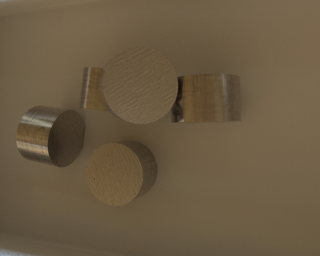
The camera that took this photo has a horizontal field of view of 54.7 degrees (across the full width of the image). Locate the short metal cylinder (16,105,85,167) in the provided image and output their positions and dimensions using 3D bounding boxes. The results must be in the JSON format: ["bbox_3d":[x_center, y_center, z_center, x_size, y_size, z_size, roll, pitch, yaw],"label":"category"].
[{"bbox_3d":[-0.150,0.011,0.432,0.050,0.080,0.079,9,93,19],"label":"short metal cylinder"}]

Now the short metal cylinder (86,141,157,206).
[{"bbox_3d":[-0.050,0.058,0.414,0.080,0.050,0.079,0,90,19],"label":"short metal cylinder"}]

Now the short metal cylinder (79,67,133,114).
[{"bbox_3d":[-0.061,-0.046,0.402,0.080,0.080,0.050,9,93,19],"label":"short metal cylinder"}]

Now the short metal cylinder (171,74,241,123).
[{"bbox_3d":[0.053,-0.032,0.362,0.080,0.080,0.050,-1,90,19],"label":"short metal cylinder"}]

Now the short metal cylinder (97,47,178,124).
[{"bbox_3d":[-0.026,-0.046,0.345,0.081,0.050,0.079,-2,95,-18],"label":"short metal cylinder"}]
